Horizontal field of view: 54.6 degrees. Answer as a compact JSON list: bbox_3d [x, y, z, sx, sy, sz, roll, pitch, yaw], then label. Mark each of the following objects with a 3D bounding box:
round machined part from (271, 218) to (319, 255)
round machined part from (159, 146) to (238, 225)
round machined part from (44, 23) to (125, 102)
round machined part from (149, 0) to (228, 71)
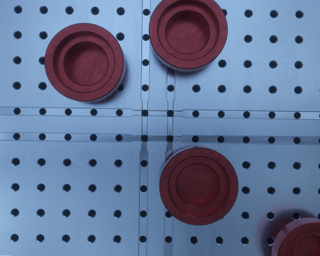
[{"bbox_3d":[0.195,0.166,0.406,0.099,0.042,0.097,0,90,0],"label":"round machined part"},{"bbox_3d":[0.049,0.072,0.405,0.099,0.042,0.097,0,90,0],"label":"round machined part"},{"bbox_3d":[-0.094,-0.082,0.404,0.099,0.042,0.097,0,90,0],"label":"round machined part"},{"bbox_3d":[0.035,-0.122,0.405,0.099,0.042,0.097,0,90,0],"label":"round machined part"}]
